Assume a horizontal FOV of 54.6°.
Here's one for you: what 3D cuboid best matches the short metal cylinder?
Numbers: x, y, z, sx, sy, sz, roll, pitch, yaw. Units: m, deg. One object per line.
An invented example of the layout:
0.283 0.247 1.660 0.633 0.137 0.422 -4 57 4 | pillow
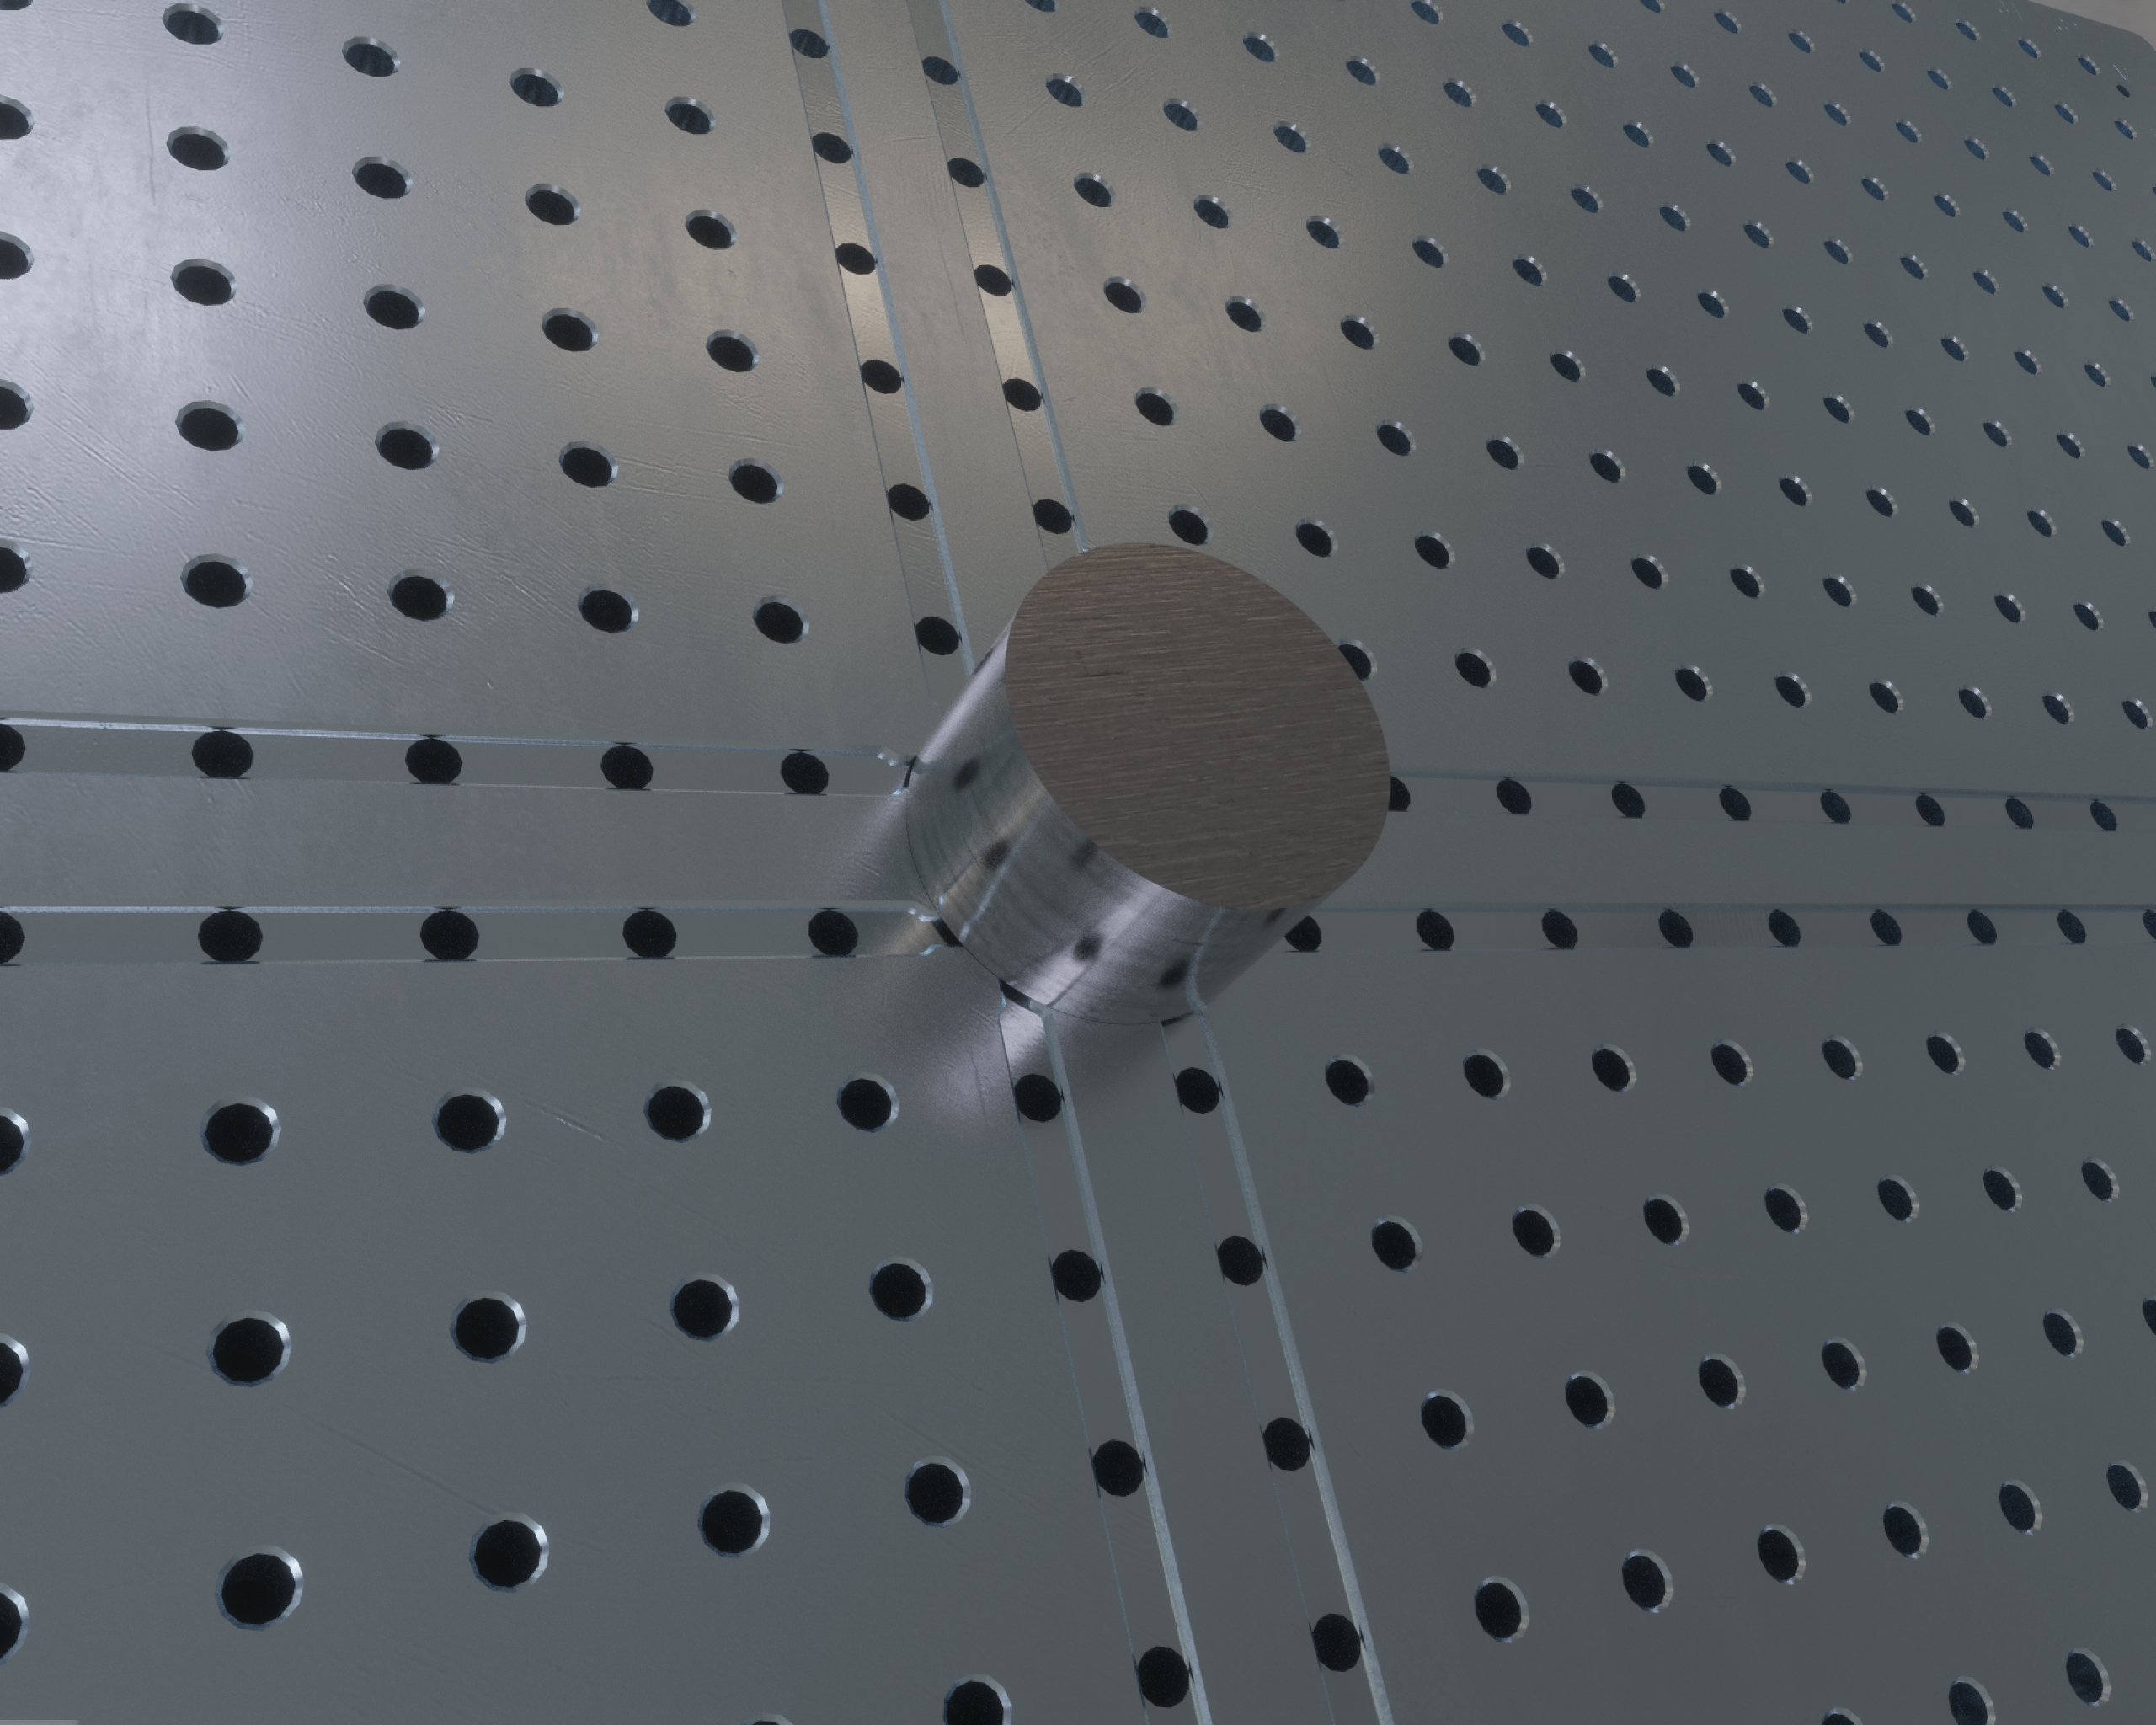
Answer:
0.013 -0.015 0.408 0.081 0.050 0.080 13 56 -21 | short metal cylinder
